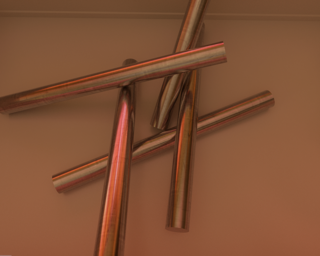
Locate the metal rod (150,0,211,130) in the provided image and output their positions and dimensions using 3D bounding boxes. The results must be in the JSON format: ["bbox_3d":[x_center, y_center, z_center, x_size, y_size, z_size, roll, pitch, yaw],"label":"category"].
[{"bbox_3d":[0.044,-0.140,0.379,0.025,0.025,0.298,20,103,7],"label":"metal rod"}]

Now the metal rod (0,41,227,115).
[{"bbox_3d":[-0.069,-0.059,0.388,0.301,0.025,0.025,-11,70,12],"label":"metal rod"}]

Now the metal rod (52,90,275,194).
[{"bbox_3d":[0.011,0.015,0.404,0.302,0.025,0.025,-22,72,-8],"label":"metal rod"}]

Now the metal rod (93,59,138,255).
[{"bbox_3d":[-0.042,0.018,0.339,0.025,0.025,0.300,0,46,0],"label":"metal rod"}]

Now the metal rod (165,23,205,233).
[{"bbox_3d":[0.037,-0.024,0.394,0.025,0.025,0.300,7,61,2],"label":"metal rod"}]
